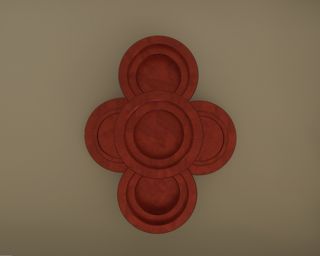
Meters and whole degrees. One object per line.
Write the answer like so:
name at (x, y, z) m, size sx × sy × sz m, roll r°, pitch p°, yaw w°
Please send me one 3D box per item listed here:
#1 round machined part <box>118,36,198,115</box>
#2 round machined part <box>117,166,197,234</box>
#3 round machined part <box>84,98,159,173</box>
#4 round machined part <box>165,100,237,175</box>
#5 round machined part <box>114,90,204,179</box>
round machined part at (-0.002, -0.065, 0.401) m, size 0.099 × 0.042 × 0.097 m, roll 0°, pitch 90°, yaw -1°
round machined part at (-0.003, 0.082, 0.401) m, size 0.099 × 0.042 × 0.097 m, roll 0°, pitch 90°, yaw -1°
round machined part at (-0.049, 0.009, 0.400) m, size 0.099 × 0.042 × 0.097 m, roll 0°, pitch 90°, yaw -1°
round machined part at (0.051, 0.013, 0.401) m, size 0.099 × 0.042 × 0.097 m, roll 0°, pitch 90°, yaw -1°
round machined part at (-0.002, 0.007, 0.359) m, size 0.099 × 0.042 × 0.097 m, roll 0°, pitch 90°, yaw -1°
